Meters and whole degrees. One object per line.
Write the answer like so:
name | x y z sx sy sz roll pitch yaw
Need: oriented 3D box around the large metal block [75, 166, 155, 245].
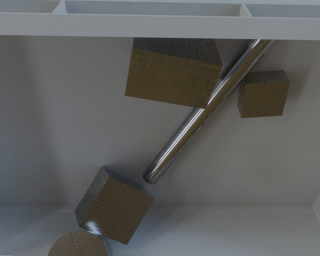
large metal block | -0.069 0.116 0.466 0.080 0.050 0.080 32 88 -24

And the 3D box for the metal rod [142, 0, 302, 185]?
metal rod | 0.057 -0.024 0.389 0.025 0.025 0.298 23 126 -19

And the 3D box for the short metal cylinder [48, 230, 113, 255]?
short metal cylinder | -0.109 0.184 0.431 0.081 0.080 0.050 1 163 -1

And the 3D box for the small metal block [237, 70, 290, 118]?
small metal block | 0.124 -0.041 0.377 0.050 0.025 0.050 -3 130 2

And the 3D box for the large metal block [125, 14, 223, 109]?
large metal block | 0.011 -0.069 0.315 0.081 0.080 0.050 9 130 -8
